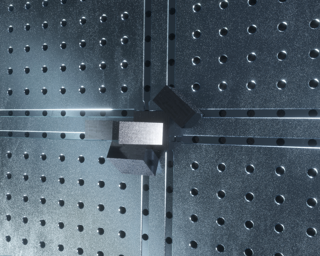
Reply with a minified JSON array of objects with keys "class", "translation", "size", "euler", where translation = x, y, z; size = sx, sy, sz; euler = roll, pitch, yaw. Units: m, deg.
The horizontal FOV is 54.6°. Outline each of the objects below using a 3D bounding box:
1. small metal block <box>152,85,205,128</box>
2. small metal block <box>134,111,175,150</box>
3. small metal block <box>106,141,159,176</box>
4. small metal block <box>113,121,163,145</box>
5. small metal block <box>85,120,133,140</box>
[{"class":"small metal block","translation":[0.025,-0.026,0.391],"size":[0.050,0.050,0.025],"euler":[45,103,14]},{"class":"small metal block","translation":[-0.008,0.003,0.416],"size":[0.050,0.025,0.050],"euler":[2,90,19]},{"class":"small metal block","translation":[-0.034,0.041,0.409],"size":[0.050,0.050,0.025],"euler":[1,59,20]},{"class":"small metal block","translation":[-0.028,0.005,0.372],"size":[0.050,0.050,0.025],"euler":[2,92,-17]},{"class":"small metal block","translation":[-0.066,0.002,0.423],"size":[0.050,0.050,0.025],"euler":[2,91,20]}]
